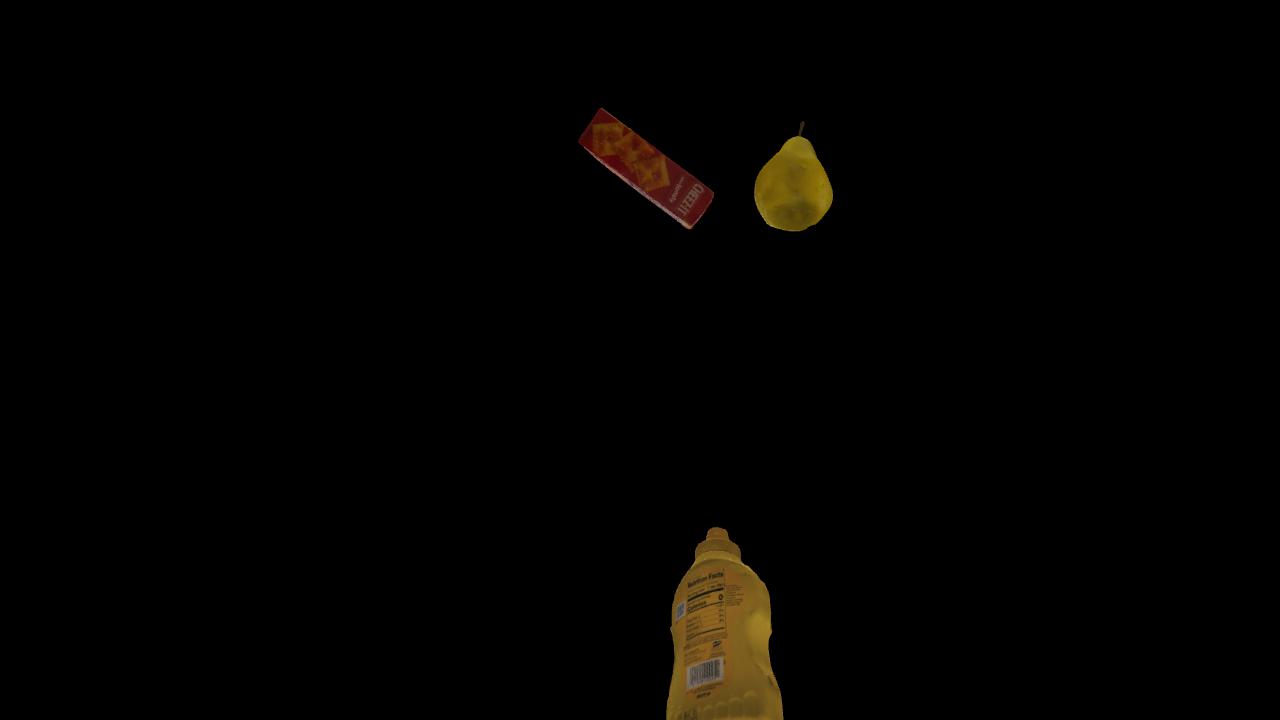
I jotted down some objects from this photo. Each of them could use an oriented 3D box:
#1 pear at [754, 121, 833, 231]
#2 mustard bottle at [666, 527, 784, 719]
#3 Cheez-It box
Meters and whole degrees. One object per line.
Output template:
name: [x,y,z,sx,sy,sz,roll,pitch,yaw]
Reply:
pear: [0.153,-0.183,0.610,0.080,0.111,0.080,11,-30,7]
mustard bottle: [0.066,0.218,0.510,0.092,0.184,0.054,-35,-63,27]
Cheez-It box: [0.016,-0.309,1.018,0.223,0.071,0.166,36,12,-3]
